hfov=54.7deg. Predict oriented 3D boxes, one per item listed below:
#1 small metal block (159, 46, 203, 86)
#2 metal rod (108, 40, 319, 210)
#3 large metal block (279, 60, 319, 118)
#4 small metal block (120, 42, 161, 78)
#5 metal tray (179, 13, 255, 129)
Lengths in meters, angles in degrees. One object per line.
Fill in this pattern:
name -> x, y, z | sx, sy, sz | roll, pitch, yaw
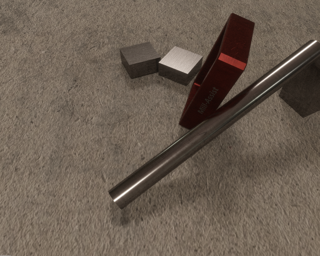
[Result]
small metal block -> 0.032, -0.098, 0.486 | 0.050, 0.025, 0.050 | 25, 54, 19
metal rod -> 0.071, -0.009, 0.359 | 0.301, 0.025, 0.025 | -36, 58, -8
large metal block -> 0.225, -0.070, 0.430 | 0.081, 0.080, 0.050 | -22, 54, -18
small metal block -> -0.031, -0.109, 0.492 | 0.050, 0.025, 0.050 | -17, 48, -14
metal tray -> 0.068, -0.064, 0.388 | 0.030, 0.129, 0.090 | 24, 52, -3
